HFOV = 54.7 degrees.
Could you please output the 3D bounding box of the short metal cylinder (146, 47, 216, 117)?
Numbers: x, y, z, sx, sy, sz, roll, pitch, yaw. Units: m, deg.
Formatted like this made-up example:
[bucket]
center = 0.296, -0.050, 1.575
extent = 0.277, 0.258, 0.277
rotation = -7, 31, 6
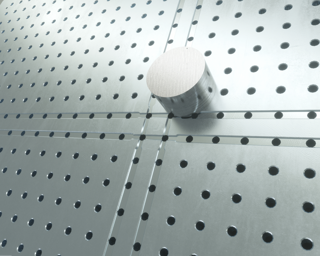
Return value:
[short metal cylinder]
center = 0.029, -0.061, 0.413
extent = 0.080, 0.050, 0.080
rotation = -13, 57, 20
